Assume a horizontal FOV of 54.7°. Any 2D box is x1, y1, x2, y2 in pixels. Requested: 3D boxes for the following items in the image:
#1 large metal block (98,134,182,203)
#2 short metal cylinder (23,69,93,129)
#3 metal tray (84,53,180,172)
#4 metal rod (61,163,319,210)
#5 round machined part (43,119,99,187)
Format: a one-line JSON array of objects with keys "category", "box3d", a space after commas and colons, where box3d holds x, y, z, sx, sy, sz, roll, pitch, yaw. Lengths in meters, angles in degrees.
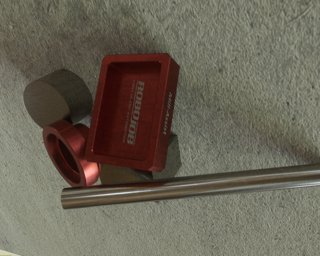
[{"category": "large metal block", "box3d": [-0.025, 0.047, 0.413, 0.080, 0.080, 0.050, 5, 121, 25]}, {"category": "short metal cylinder", "box3d": [-0.144, -0.038, 0.442, 0.080, 0.050, 0.079, 13, 124, 20]}, {"category": "metal tray", "box3d": [-0.032, -0.019, 0.359, 0.090, 0.030, 0.129, 5, 81, 25]}, {"category": "metal rod", "box3d": [0.039, 0.066, 0.351, 0.302, 0.025, 0.025, -6, 118, 3]}, {"category": "round machined part", "box3d": [-0.112, 0.032, 0.417, 0.098, 0.042, 0.097, 30, 136, 34]}]
